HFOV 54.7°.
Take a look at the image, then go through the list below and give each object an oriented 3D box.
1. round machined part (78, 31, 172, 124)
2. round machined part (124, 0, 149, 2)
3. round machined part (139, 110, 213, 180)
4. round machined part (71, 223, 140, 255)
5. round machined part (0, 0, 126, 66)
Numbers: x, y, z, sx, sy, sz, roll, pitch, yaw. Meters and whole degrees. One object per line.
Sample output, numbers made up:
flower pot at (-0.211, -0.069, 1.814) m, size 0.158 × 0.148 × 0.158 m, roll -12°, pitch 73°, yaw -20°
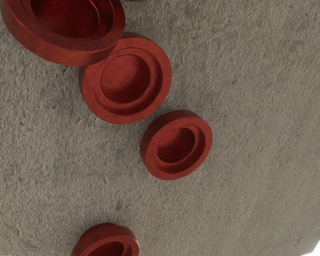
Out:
round machined part at (-0.040, -0.056, 0.339) m, size 0.099 × 0.042 × 0.097 m, roll -14°, pitch 124°, yaw -21°
round machined part at (-0.026, -0.162, 0.269) m, size 0.099 × 0.042 × 0.097 m, roll -10°, pitch 107°, yaw -34°
round machined part at (0.018, 0.019, 0.417) m, size 0.099 × 0.042 × 0.097 m, roll -14°, pitch 124°, yaw -21°
round machined part at (-0.084, 0.181, 0.462) m, size 0.099 × 0.042 × 0.097 m, roll -14°, pitch 124°, yaw -21°
round machined part at (-0.083, -0.095, 0.268) m, size 0.099 × 0.098 × 0.042 m, roll 3°, pitch 155°, yaw -30°
